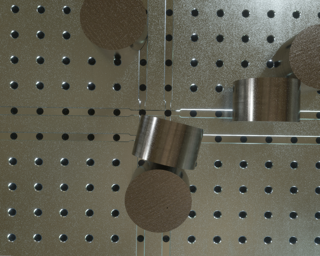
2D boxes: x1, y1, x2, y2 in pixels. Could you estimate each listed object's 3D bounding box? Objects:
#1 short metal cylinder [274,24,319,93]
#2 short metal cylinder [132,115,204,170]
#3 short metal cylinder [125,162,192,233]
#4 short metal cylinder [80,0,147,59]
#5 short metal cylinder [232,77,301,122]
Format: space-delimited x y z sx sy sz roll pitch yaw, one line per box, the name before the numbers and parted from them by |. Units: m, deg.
short metal cylinder | 0.198 -0.088 0.404 0.081 0.050 0.079 0 90 -1
short metal cylinder | 0.010 0.017 0.386 0.080 0.080 0.050 14 90 -1
short metal cylinder | -0.001 0.084 0.395 0.080 0.050 0.079 0 99 2
short metal cylinder | -0.057 -0.134 0.400 0.081 0.050 0.079 0 90 -1
short metal cylinder | 0.132 -0.032 0.388 0.081 0.080 0.050 1 90 -1
